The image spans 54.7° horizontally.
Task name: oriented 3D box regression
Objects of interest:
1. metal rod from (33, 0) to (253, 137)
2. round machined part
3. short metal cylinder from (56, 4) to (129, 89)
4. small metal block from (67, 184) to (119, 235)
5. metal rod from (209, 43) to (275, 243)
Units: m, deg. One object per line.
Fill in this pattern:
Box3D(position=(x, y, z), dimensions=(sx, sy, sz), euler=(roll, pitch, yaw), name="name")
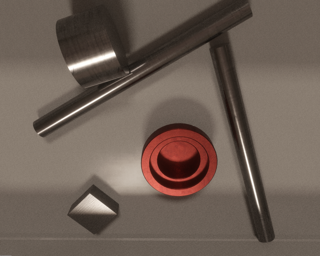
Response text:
Box3D(position=(-0.029, -0.070, 0.385), dimensions=(0.301, 0.025, 0.025), euler=(-29, 108, 9), name="metal rod")
Box3D(position=(0.025, 0.039, 0.417), dimensions=(0.099, 0.042, 0.097), euler=(0, 110, -1), name="round machined part")
Box3D(position=(-0.073, -0.090, 0.348), dimensions=(0.050, 0.080, 0.080), euler=(-18, 109, 6), name="short metal cylinder")
Box3D(position=(-0.097, 0.120, 0.454), dimensions=(0.050, 0.025, 0.050), euler=(42, 104, -14), name="small metal block")
Box3D(position=(0.118, 0.033, 0.425), dimensions=(0.025, 0.025, 0.298), euler=(-17, 110, 6), name="metal rod")
